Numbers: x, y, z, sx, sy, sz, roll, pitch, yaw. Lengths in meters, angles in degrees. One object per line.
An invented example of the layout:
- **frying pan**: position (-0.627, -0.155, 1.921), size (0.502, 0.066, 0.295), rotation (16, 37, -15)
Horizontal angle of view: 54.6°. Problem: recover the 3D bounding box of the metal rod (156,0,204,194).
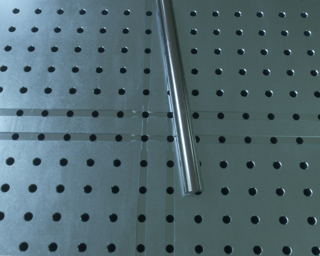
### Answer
- **metal rod**: position (0.024, -0.060, 0.433), size (0.025, 0.025, 0.299), rotation (-6, 70, -2)
